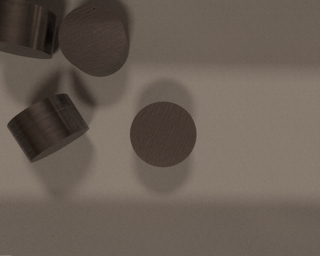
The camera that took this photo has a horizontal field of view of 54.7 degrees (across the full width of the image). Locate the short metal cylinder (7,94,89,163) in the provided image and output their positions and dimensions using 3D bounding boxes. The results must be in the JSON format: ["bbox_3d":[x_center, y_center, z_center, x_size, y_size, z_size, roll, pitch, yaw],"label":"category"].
[{"bbox_3d":[-0.136,0.000,0.382,0.080,0.080,0.050,-32,91,0],"label":"short metal cylinder"}]

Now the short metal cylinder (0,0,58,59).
[{"bbox_3d":[-0.171,-0.120,0.382,0.081,0.080,0.050,8,90,-1],"label":"short metal cylinder"}]

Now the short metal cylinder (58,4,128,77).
[{"bbox_3d":[-0.082,-0.109,0.398,0.081,0.050,0.079,0,90,-1],"label":"short metal cylinder"}]

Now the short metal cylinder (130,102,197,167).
[{"bbox_3d":[0.004,0.008,0.399,0.081,0.050,0.079,0,90,-1],"label":"short metal cylinder"}]
